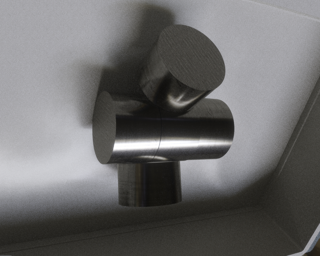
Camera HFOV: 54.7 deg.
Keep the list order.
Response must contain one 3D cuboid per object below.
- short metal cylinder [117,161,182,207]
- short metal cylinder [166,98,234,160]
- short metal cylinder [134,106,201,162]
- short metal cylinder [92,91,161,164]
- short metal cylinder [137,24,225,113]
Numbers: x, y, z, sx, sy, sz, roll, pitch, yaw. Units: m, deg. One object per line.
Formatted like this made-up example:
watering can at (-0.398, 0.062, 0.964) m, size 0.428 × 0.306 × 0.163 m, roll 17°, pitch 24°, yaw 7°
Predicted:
short metal cylinder at (-0.013, 0.069, 0.397) m, size 0.081 × 0.080 × 0.050 m, roll 0°, pitch 84°, yaw -29°
short metal cylinder at (0.049, 0.001, 0.398) m, size 0.050 × 0.080 × 0.079 m, roll 1°, pitch 118°, yaw -29°
short metal cylinder at (0.005, 0.001, 0.374) m, size 0.050 × 0.080 × 0.079 m, roll 1°, pitch 118°, yaw -29°
short metal cylinder at (-0.040, 0.000, 0.349) m, size 0.050 × 0.080 × 0.079 m, roll 1°, pitch 118°, yaw -29°
short metal cylinder at (0.023, -0.063, 0.335) m, size 0.081 × 0.080 × 0.050 m, roll 2°, pitch 155°, yaw -29°
